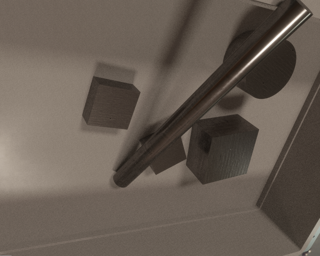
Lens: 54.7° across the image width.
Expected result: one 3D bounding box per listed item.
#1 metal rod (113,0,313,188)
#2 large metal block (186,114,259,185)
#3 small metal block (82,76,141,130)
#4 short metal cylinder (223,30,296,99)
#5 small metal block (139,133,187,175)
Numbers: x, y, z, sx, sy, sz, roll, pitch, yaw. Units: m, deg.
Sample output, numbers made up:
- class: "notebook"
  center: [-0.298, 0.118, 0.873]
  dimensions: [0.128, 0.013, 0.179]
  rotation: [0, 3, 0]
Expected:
- class: "metal rod"
  center: [0.031, -0.015, 0.340]
  dimensions: [0.025, 0.025, 0.298]
  rotation: [14, 136, -35]
- class: "large metal block"
  center: [0.091, 0.030, 0.463]
  dimensions: [0.081, 0.050, 0.079]
  rotation: [-9, 122, -24]
- class: "small metal block"
  center: [-0.057, -0.028, 0.361]
  dimensions: [0.050, 0.025, 0.050]
  rotation: [7, 115, -32]
- class: "short metal cylinder"
  center: [0.132, -0.085, 0.414]
  dimensions: [0.081, 0.050, 0.079]
  rotation: [-14, 125, -21]
- class: "small metal block"
  center: [0.005, 0.030, 0.432]
  dimensions: [0.050, 0.025, 0.050]
  rotation: [-26, 128, -12]
